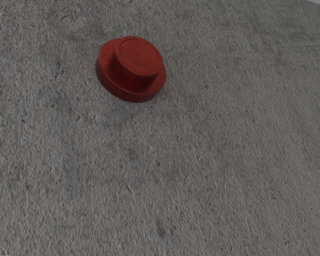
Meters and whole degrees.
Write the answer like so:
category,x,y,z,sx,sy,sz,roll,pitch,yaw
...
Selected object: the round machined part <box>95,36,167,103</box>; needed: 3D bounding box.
category,x,y,z,sx,sy,sz,roll,pitch,yaw
round machined part,-0.035,-0.087,0.427,0.099,0.042,0.098,13,56,-21
